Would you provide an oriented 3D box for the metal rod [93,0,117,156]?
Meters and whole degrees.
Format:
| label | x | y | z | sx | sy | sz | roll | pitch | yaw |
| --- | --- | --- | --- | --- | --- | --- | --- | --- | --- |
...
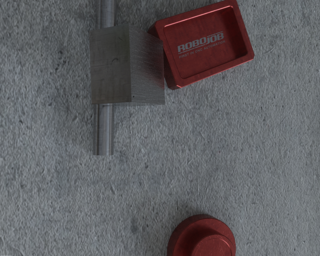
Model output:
| label | x | y | z | sx | sy | sz | roll | pitch | yaw |
| --- | --- | --- | --- | --- | --- | --- | --- | --- | --- |
| metal rod | -0.067 | -0.116 | 0.384 | 0.025 | 0.025 | 0.298 | 1 | 90 | -20 |

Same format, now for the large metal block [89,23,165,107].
| label | x | y | z | sx | sy | sz | roll | pitch | yaw |
| --- | --- | --- | --- | --- | --- | --- | --- | --- | --- |
| large metal block | -0.035 | -0.067 | 0.361 | 0.080 | 0.050 | 0.079 | -4 | 92 | -64 |

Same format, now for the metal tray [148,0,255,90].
| label | x | y | z | sx | sy | sz | roll | pitch | yaw |
| --- | --- | --- | --- | --- | --- | --- | --- | --- | --- |
| metal tray | 0.059 | -0.116 | 0.428 | 0.131 | 0.030 | 0.090 | -24 | 98 | -19 |

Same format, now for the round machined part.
| label | x | y | z | sx | sy | sz | roll | pitch | yaw |
| --- | --- | --- | --- | --- | --- | --- | --- | --- | --- |
| round machined part | 0.063 | 0.172 | 0.424 | 0.099 | 0.042 | 0.097 | 0 | 90 | -20 |
